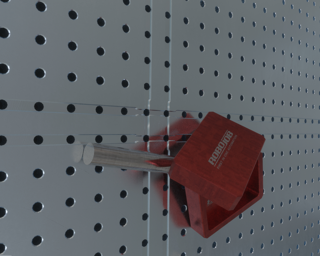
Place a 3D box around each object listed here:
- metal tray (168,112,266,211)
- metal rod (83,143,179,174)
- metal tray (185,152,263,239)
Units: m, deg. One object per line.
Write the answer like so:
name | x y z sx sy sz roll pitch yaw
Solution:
metal tray | 0.080 0.037 0.416 0.131 0.090 0.030 -48 160 -46
metal rod | 0.035 0.055 0.438 0.302 0.025 0.025 13 82 -39
metal tray | 0.101 0.093 0.465 0.131 0.030 0.089 -25 120 -28
